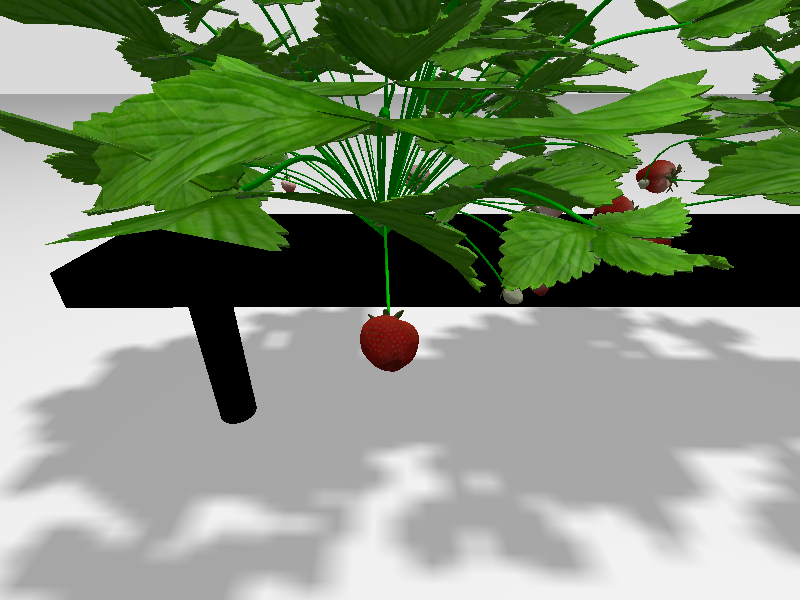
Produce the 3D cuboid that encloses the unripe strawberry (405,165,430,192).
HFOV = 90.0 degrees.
[{"bbox_3d":[0.024,-0.155,0.509,0.032,0.034,0.035,6,29,11],"label":"unripe strawberry"}]

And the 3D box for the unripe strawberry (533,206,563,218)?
[{"bbox_3d":[0.152,-0.097,0.401,0.039,0.038,0.036,-7,30,-14],"label":"unripe strawberry"}]

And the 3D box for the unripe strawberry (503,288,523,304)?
[{"bbox_3d":[0.072,-0.003,0.255,0.013,0.011,0.013,-19,45,-30],"label":"unripe strawberry"}]

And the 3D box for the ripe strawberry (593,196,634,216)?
[{"bbox_3d":[0.201,-0.082,0.380,0.033,0.033,0.031,2,29,5],"label":"ripe strawberry"}]

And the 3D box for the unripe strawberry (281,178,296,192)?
[{"bbox_3d":[-0.141,-0.144,0.506,0.018,0.019,0.019,-20,35,-32],"label":"unripe strawberry"}]

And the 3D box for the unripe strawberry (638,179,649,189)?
[{"bbox_3d":[0.293,-0.139,0.483,0.011,0.011,0.011,26,38,38],"label":"unripe strawberry"}]

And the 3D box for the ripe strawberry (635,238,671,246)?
[{"bbox_3d":[0.200,-0.046,0.318,0.028,0.027,0.026,7,30,11],"label":"ripe strawberry"}]

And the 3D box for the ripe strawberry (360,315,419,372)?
[{"bbox_3d":[-0.005,0.022,0.195,0.029,0.025,0.029,-2,37,-3],"label":"ripe strawberry"}]

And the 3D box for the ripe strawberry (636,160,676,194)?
[{"bbox_3d":[0.317,-0.154,0.497,0.044,0.039,0.040,-20,34,-32],"label":"ripe strawberry"}]

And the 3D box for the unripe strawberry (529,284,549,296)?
[{"bbox_3d":[0.094,-0.011,0.268,0.017,0.017,0.015,-26,20,-38],"label":"unripe strawberry"}]
